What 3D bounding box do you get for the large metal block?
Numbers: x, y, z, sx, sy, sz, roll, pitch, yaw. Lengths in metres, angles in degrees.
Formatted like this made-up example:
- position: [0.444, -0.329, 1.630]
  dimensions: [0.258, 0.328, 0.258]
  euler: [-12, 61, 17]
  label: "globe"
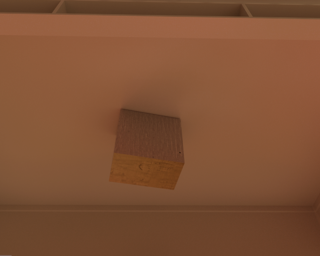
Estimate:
- position: [-0.017, 0.026, 0.392]
  dimensions: [0.081, 0.080, 0.050]
  euler: [9, 129, -8]
  label: "large metal block"
